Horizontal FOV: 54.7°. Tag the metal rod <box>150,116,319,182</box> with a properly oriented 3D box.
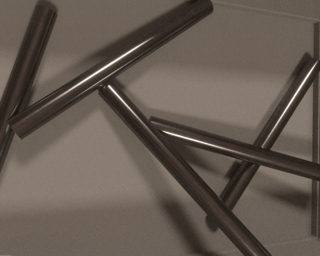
[{"bbox_3d":[0.128,0.036,0.435,0.302,0.025,0.025,16,85,-11],"label":"metal rod"}]

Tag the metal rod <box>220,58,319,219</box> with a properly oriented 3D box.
[{"bbox_3d":[0.167,0.012,0.474,0.025,0.025,0.300,40,77,-16],"label":"metal rod"}]

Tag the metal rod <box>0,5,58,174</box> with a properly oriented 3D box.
[{"bbox_3d":[-0.176,0.005,0.345,0.025,0.025,0.299,19,83,-19],"label":"metal rod"}]

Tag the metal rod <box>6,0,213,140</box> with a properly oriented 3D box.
[{"bbox_3d":[-0.045,-0.085,0.383,0.301,0.025,0.025,-38,103,-21],"label":"metal rod"}]

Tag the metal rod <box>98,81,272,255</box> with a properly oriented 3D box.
[{"bbox_3d":[0.033,0.061,0.381,0.025,0.025,0.300,-42,87,-16],"label":"metal rod"}]
